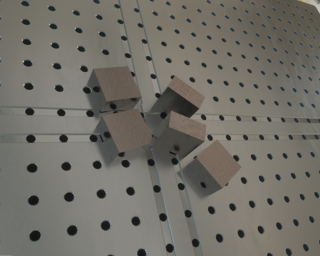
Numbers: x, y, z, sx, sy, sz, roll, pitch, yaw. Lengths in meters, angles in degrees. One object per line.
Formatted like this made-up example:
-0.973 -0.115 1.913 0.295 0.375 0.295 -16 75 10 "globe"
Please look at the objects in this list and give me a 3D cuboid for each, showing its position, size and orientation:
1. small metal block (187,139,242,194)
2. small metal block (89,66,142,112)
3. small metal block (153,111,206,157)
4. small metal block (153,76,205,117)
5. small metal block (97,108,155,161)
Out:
0.074 0.052 0.418 0.050 0.025 0.050 50 51 6 "small metal block"
-0.060 -0.052 0.409 0.050 0.025 0.050 -12 68 -33 "small metal block"
0.024 0.009 0.401 0.050 0.050 0.025 22 54 -16 "small metal block"
0.026 -0.036 0.430 0.050 0.050 0.025 35 51 -6 "small metal block"
-0.042 0.007 0.382 0.050 0.025 0.050 -16 70 -35 "small metal block"
